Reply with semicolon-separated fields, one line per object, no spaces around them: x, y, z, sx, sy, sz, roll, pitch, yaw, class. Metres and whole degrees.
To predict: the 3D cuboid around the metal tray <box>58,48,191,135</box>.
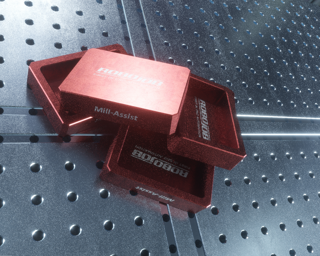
-0.037;-0.046;0.361;0.131;0.030;0.090;13;45;6;metal tray

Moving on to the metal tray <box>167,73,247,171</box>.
0.056;-0.015;0.403;0.091;0.030;0.130;18;43;-17;metal tray

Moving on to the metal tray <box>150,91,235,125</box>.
0.046;-0.031;0.447;0.131;0.030;0.090;17;55;-17;metal tray

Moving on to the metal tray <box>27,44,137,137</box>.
-0.084;-0.053;0.391;0.131;0.030;0.090;-25;75;-36;metal tray

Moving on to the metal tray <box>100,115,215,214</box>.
0.003;0.040;0.381;0.131;0.030;0.090;24;53;-14;metal tray
